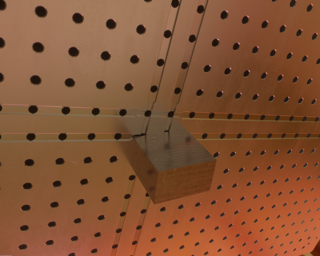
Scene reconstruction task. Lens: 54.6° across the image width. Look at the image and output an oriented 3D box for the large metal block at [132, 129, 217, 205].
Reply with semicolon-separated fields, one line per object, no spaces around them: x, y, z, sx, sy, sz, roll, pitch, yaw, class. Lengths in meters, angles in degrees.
0.015;0.047;0.412;0.081;0.080;0.050;-8;122;-24;large metal block
